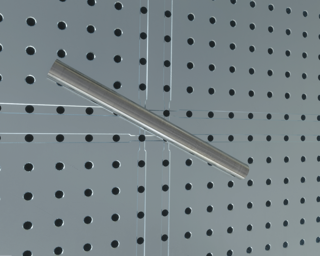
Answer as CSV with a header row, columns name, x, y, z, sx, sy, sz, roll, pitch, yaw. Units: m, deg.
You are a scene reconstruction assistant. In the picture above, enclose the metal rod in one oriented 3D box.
name,x,y,z,sx,sy,sz,roll,pitch,yaw
metal rod,-0.002,-0.003,0.413,0.301,0.025,0.025,28,81,-18
